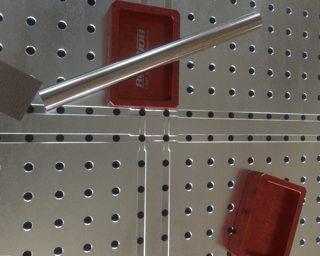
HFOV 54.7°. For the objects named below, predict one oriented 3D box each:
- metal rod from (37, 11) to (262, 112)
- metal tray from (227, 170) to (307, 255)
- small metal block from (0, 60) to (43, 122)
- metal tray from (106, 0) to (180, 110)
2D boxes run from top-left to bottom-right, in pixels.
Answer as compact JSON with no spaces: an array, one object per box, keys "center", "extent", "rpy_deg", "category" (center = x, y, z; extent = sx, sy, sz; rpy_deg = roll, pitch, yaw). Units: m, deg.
[{"center":[0.003,-0.089,0.382],"extent":[0.302,0.025,0.025],"rpy_deg":[-25,99,-19],"category":"metal rod"},{"center":[0.164,0.140,0.472],"extent":[0.091,0.030,0.129],"rpy_deg":[20,83,-19],"category":"metal tray"},{"center":[-0.169,-0.041,0.350],"extent":[0.050,0.025,0.050],"rpy_deg":[29,80,-18],"category":"small metal block"},{"center":[-0.022,-0.091,0.402],"extent":[0.091,0.030,0.129],"rpy_deg":[1,90,-21],"category":"metal tray"}]
